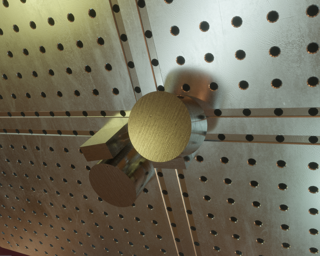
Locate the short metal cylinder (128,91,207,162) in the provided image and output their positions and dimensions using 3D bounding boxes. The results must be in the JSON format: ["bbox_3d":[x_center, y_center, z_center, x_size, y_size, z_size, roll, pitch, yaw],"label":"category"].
[{"bbox_3d":[0.010,-0.002,0.369,0.080,0.050,0.079,1,91,27],"label":"short metal cylinder"}]

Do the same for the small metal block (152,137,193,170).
[{"bbox_3d":[0.012,0.028,0.422,0.050,0.025,0.050,-2,118,29],"label":"small metal block"}]

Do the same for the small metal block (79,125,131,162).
[{"bbox_3d":[-0.079,0.022,0.450,0.050,0.050,0.025,-10,113,32],"label":"small metal block"}]

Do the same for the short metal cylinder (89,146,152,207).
[{"bbox_3d":[-0.060,0.073,0.472,0.080,0.050,0.079,13,124,21],"label":"short metal cylinder"}]
